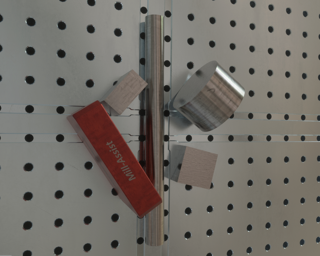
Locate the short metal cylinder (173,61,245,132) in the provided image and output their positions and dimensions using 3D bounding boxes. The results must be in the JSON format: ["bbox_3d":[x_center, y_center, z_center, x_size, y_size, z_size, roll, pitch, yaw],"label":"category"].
[{"bbox_3d":[0.063,-0.042,0.408,0.050,0.080,0.080,40,77,-16],"label":"short metal cylinder"}]

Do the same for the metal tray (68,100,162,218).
[{"bbox_3d":[-0.055,0.034,0.358,0.030,0.090,0.130,-34,102,-17],"label":"metal tray"}]

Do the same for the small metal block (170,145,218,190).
[{"bbox_3d":[0.048,0.054,0.432,0.050,0.025,0.050,16,85,-20],"label":"small metal block"}]

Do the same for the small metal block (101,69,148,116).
[{"bbox_3d":[-0.047,-0.042,0.382,0.025,0.050,0.050,43,76,-15],"label":"small metal block"}]

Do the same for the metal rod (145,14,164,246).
[{"bbox_3d":[-0.007,0.003,0.410,0.025,0.025,0.298,0,90,-20],"label":"metal rod"}]
